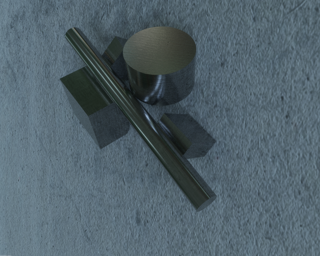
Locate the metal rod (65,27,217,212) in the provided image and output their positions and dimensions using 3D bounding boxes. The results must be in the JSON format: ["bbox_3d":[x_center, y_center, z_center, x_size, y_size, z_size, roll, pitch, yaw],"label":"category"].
[{"bbox_3d":[-0.038,-0.029,0.371,0.300,0.025,0.025,51,120,27],"label":"metal rod"}]

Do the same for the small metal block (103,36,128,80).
[{"bbox_3d":[-0.051,-0.095,0.430,0.050,0.050,0.025,-46,63,30],"label":"small metal block"}]

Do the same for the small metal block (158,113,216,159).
[{"bbox_3d":[0.029,0.009,0.361,0.050,0.050,0.025,48,119,29],"label":"small metal block"}]

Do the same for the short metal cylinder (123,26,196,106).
[{"bbox_3d":[0.001,-0.072,0.360,0.080,0.080,0.050,46,159,30],"label":"short metal cylinder"}]

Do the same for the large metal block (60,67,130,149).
[{"bbox_3d":[-0.090,-0.030,0.439,0.080,0.050,0.080,48,159,28],"label":"large metal block"}]
